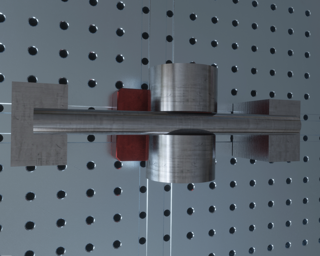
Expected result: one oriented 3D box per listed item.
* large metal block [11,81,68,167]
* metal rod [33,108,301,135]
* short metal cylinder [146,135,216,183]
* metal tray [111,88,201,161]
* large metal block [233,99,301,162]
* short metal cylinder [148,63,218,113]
[{"bbox_3d":[-0.129,-0.004,0.335,0.050,0.080,0.080,1,90,-20],"label":"large metal block"},{"bbox_3d":[0.026,-0.005,0.336,0.302,0.025,0.025,1,90,-20],"label":"metal rod"},{"bbox_3d":[0.024,0.032,0.360,0.081,0.080,0.050,1,90,-20],"label":"short metal cylinder"},{"bbox_3d":[0.004,-0.003,0.411,0.131,0.030,0.089,1,90,-20],"label":"metal tray"},{"bbox_3d":[0.147,0.003,0.436,0.050,0.080,0.080,1,90,-20],"label":"large metal block"},{"bbox_3d":[0.026,-0.043,0.361,0.081,0.080,0.050,1,90,-20],"label":"short metal cylinder"}]
